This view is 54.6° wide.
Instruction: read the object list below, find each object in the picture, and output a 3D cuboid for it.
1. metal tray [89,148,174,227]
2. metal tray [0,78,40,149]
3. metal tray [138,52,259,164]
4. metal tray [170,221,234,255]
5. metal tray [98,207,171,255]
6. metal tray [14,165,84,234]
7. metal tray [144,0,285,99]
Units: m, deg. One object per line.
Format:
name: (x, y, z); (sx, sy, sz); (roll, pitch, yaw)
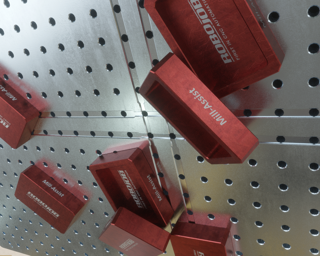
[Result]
metal tray: (-0.045, 0.100, 0.493); (0.090, 0.030, 0.130); (-14, 112, 34)
metal tray: (-0.277, -0.035, 0.534); (0.130, 0.030, 0.090); (41, 129, 0)
metal tray: (0.038, -0.015, 0.348); (0.130, 0.030, 0.090); (45, 166, -4)
metal tray: (0.074, 0.215, 0.503); (0.090, 0.030, 0.129); (-1, 118, 28)
metal tray: (-0.046, 0.180, 0.513); (0.090, 0.030, 0.129); (30, 145, -3)
metal tray: (-0.222, 0.142, 0.614); (0.130, 0.030, 0.089); (37, 129, 3)
metal tray: (0.055, -0.100, 0.317); (0.090, 0.030, 0.130); (-25, 105, 37)
